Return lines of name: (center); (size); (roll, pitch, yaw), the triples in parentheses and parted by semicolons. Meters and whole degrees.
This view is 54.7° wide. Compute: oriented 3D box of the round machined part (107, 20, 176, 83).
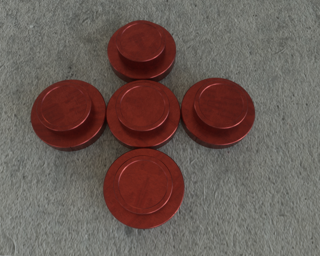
round machined part: (-0.026, -0.113, 0.442); (0.099, 0.042, 0.098); (0, 70, -1)

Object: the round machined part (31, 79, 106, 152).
round machined part: (-0.120, -0.021, 0.407); (0.099, 0.042, 0.098); (0, 70, -1)

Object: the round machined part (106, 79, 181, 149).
round machined part: (-0.022, -0.021, 0.408); (0.099, 0.042, 0.098); (0, 70, -1)

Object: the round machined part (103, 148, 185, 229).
round machined part: (-0.019, 0.071, 0.374); (0.099, 0.042, 0.098); (0, 70, -1)

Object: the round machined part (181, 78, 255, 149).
round machined part: (0.077, -0.024, 0.410); (0.099, 0.042, 0.098); (0, 70, -1)
